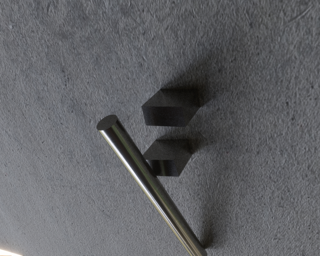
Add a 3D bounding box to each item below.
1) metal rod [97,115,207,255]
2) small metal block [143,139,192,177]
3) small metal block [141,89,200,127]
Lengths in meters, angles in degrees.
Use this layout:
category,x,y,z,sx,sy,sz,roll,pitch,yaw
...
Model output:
category,x,y,z,sx,sy,sz,roll,pitch,yaw
metal rod,0.004,0.100,0.415,0.025,0.025,0.299,-6,132,30
small metal block,0.008,0.039,0.409,0.050,0.050,0.025,-3,117,29
small metal block,0.014,-0.025,0.367,0.050,0.050,0.025,3,120,26
